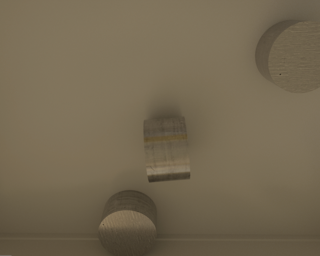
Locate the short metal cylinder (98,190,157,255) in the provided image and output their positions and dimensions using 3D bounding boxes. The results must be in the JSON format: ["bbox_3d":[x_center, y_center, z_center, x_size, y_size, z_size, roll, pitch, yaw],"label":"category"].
[{"bbox_3d":[-0.045,0.138,0.448,0.081,0.050,0.079,0,110,-1],"label":"short metal cylinder"}]

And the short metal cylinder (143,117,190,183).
[{"bbox_3d":[0.009,0.027,0.392,0.050,0.080,0.079,-5,110,1],"label":"short metal cylinder"}]

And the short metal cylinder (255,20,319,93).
[{"bbox_3d":[0.161,-0.086,0.369,0.081,0.050,0.079,0,110,-1],"label":"short metal cylinder"}]
